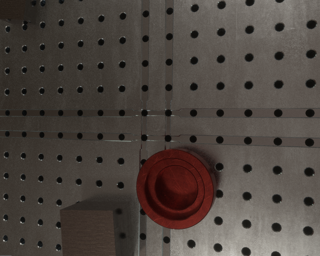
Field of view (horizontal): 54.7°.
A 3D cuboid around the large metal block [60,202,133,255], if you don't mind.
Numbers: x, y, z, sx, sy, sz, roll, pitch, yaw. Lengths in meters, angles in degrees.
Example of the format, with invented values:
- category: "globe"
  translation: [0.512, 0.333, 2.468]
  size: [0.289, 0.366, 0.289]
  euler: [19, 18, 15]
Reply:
- category: "large metal block"
  translation: [-0.086, 0.147, 0.429]
  size: [0.080, 0.050, 0.080]
  euler: [-5, 89, 19]

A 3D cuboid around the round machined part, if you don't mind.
- category: "round machined part"
  translation: [0.023, 0.074, 0.395]
  size: [0.098, 0.042, 0.097]
  euler: [0, 90, 19]

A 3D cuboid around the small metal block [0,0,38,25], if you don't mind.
- category: "small metal block"
  translation: [-0.223, -0.193, 0.489]
  size: [0.050, 0.025, 0.050]
  euler: [10, 93, 19]
